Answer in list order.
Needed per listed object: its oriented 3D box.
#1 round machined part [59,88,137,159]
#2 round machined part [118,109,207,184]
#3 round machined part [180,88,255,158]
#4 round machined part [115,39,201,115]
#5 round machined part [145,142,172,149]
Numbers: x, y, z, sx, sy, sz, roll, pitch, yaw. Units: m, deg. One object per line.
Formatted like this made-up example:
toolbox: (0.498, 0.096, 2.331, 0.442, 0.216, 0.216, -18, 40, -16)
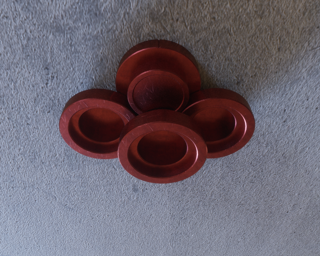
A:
round machined part: (-0.071, -0.009, 0.389, 0.099, 0.042, 0.097, -1, 130, 0)
round machined part: (0.003, 0.017, 0.356, 0.099, 0.042, 0.097, -1, 131, 0)
round machined part: (0.065, -0.010, 0.390, 0.099, 0.042, 0.097, -1, 130, 0)
round machined part: (-0.002, -0.048, 0.357, 0.099, 0.042, 0.097, -1, 130, 0)
round machined part: (-0.003, 0.027, 0.421, 0.099, 0.042, 0.097, -1, 130, 0)
